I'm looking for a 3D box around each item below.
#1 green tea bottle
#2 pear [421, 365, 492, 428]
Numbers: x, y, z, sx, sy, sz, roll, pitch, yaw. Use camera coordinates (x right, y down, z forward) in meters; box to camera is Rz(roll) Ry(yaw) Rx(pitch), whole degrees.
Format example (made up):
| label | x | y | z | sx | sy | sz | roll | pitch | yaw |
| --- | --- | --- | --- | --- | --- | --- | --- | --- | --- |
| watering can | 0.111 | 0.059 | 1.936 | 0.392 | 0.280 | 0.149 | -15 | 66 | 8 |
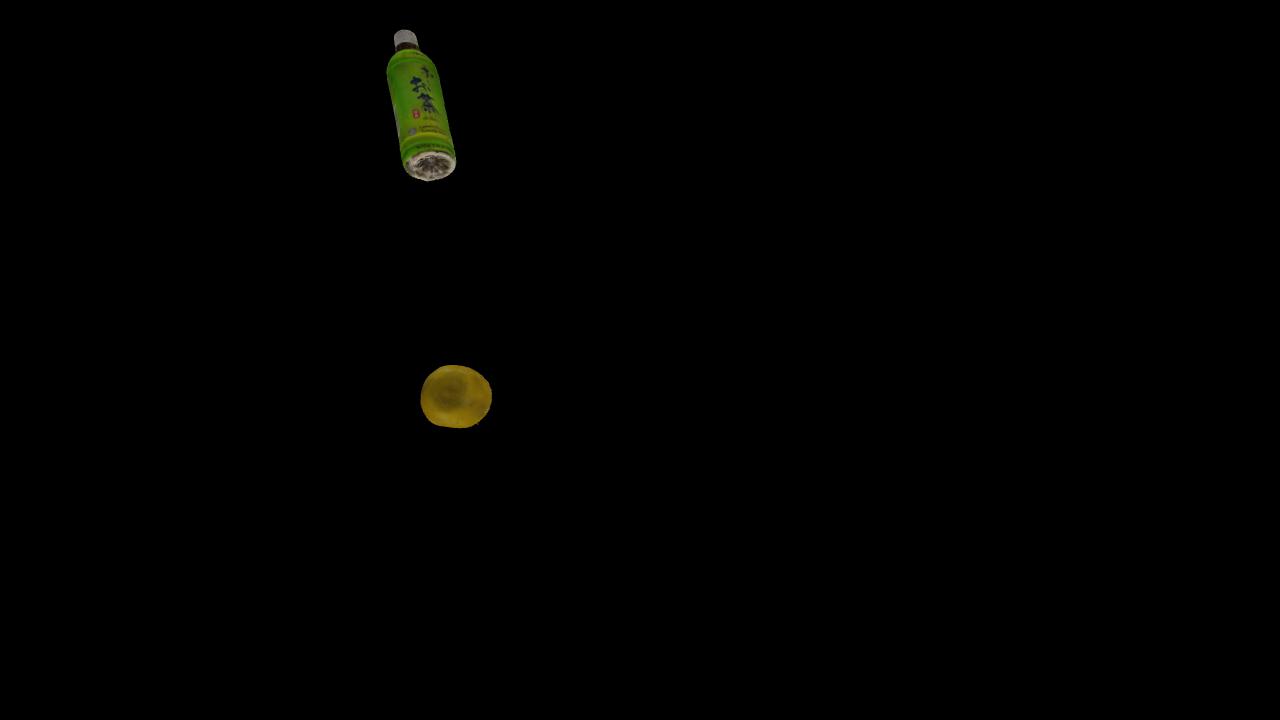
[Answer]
| label | x | y | z | sx | sy | sz | roll | pitch | yaw |
| --- | --- | --- | --- | --- | --- | --- | --- | --- | --- |
| green tea bottle | -0.302 | -0.351 | 0.833 | 0.073 | 0.212 | 0.073 | -16 | -12 | -3 |
| pear | -0.214 | 0.050 | 0.728 | 0.080 | 0.080 | 0.111 | 0 | -20 | -10 |
